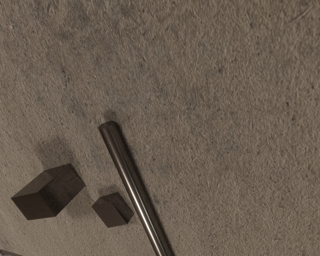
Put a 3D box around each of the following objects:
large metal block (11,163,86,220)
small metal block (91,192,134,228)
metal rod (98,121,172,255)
[{"bbox_3d":[-0.193,0.111,0.538,0.080,0.080,0.050,-17,109,34],"label":"large metal block"},{"bbox_3d":[-0.081,0.142,0.536,0.050,0.025,0.050,-24,106,36],"label":"small metal block"},{"bbox_3d":[-0.028,0.125,0.497,0.025,0.025,0.298,-7,115,31],"label":"metal rod"}]
